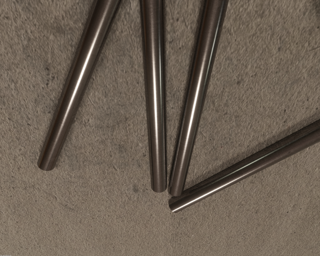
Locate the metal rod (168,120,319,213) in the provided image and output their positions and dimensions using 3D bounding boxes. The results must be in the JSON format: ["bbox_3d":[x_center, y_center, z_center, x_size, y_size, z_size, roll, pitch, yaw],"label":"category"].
[{"bbox_3d":[0.136,0.055,0.456,0.299,0.025,0.025,-34,123,25],"label":"metal rod"}]

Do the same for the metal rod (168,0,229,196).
[{"bbox_3d":[0.040,-0.015,0.395,0.025,0.025,0.298,4,130,-4],"label":"metal rod"}]

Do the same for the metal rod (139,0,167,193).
[{"bbox_3d":[-0.005,-0.022,0.388,0.025,0.025,0.298,-1,130,0],"label":"metal rod"}]

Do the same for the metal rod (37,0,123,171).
[{"bbox_3d":[-0.098,-0.050,0.363,0.025,0.025,0.298,21,127,-17],"label":"metal rod"}]
